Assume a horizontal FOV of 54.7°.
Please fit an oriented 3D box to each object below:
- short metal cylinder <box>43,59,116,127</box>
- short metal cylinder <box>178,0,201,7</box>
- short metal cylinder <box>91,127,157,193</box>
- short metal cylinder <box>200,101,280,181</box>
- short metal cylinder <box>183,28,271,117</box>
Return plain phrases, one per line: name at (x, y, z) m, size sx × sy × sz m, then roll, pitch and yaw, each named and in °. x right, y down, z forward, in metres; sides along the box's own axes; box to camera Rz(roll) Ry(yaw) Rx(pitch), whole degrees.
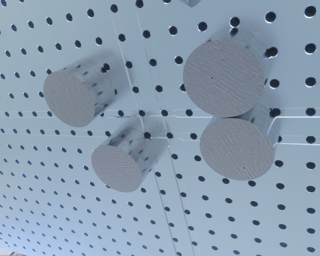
short metal cylinder at (-0.108, -0.048, 0.421) m, size 0.080 × 0.050 × 0.079 m, roll 13°, pitch 124°, yaw 20°
short metal cylinder at (0.025, -0.154, 0.266) m, size 0.050 × 0.080 × 0.079 m, roll 33°, pitch 129°, yaw 6°
short metal cylinder at (-0.051, 0.046, 0.449) m, size 0.080 × 0.050 × 0.079 m, roll 13°, pitch 124°, yaw 20°
short metal cylinder at (0.092, 0.013, 0.354) m, size 0.080 × 0.050 × 0.079 m, roll 13°, pitch 124°, yaw 20°
short metal cylinder at (0.071, -0.058, 0.321) m, size 0.080 × 0.050 × 0.079 m, roll 13°, pitch 124°, yaw 20°
